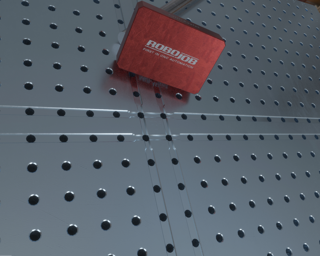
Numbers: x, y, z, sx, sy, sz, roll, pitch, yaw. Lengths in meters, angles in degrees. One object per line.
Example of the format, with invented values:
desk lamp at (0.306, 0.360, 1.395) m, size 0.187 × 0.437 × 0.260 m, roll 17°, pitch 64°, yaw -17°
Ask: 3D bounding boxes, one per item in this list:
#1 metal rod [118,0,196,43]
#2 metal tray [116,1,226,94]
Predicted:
metal rod at (0.026, -0.217, 0.556) m, size 0.025 × 0.025 × 0.301 m, roll 42°, pitch 51°, yaw 0°
metal tray at (0.014, -0.110, 0.439) m, size 0.131 × 0.089 × 0.030 m, roll 17°, pitch 31°, yaw -19°
